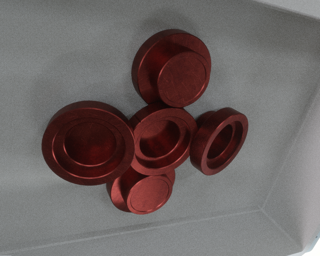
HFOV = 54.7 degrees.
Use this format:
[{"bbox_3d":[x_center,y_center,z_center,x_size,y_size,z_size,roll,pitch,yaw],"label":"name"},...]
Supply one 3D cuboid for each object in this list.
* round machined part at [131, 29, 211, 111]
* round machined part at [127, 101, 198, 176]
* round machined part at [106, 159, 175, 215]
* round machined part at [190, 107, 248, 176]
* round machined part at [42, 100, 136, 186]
[{"bbox_3d":[0.019,-0.063,0.367,0.099,0.042,0.097,-14,124,-21],"label":"round machined part"},{"bbox_3d":[-0.004,0.010,0.398,0.099,0.042,0.097,-14,124,-21],"label":"round machined part"},{"bbox_3d":[-0.022,0.082,0.434,0.099,0.042,0.097,-14,124,-21],"label":"round machined part"},{"bbox_3d":[0.076,0.015,0.435,0.099,0.042,0.097,-28,135,-31],"label":"round machined part"},{"bbox_3d":[-0.078,0.014,0.351,0.099,0.042,0.097,-4,117,-7],"label":"round machined part"}]
